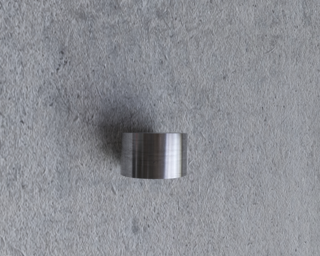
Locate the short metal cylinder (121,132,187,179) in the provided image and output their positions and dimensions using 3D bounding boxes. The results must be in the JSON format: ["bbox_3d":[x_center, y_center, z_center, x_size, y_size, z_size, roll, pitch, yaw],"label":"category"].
[{"bbox_3d":[-0.007,0.031,0.377,0.081,0.080,0.050,1,90,-20],"label":"short metal cylinder"}]
